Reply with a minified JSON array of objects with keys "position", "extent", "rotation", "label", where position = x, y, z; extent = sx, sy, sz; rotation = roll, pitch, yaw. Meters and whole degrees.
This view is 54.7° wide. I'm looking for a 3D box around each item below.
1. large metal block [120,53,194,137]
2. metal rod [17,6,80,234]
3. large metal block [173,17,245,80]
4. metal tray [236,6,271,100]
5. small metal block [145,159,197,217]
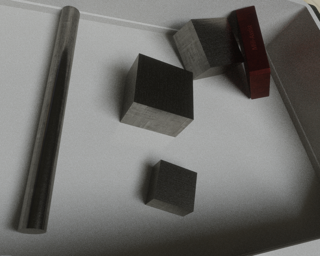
[{"position":[-0.003,-0.042,0.415],"extent":[0.081,0.050,0.080],"rotation":[16,55,-20],"label":"large metal block"},{"position":[-0.122,-0.034,0.361],"extent":[0.025,0.025,0.299],"rotation":[12,57,-22],"label":"metal rod"},{"position":[0.079,-0.129,0.502],"extent":[0.081,0.050,0.080],"rotation":[-17,84,-35],"label":"large metal block"},{"position":[0.156,-0.125,0.520],"extent":[0.030,0.090,0.130],"rotation":[-10,66,14],"label":"metal tray"},{"position":[0.014,0.072,0.371],"extent":[0.050,0.025,0.050],"rotation":[22,53,-16],"label":"small metal block"}]
